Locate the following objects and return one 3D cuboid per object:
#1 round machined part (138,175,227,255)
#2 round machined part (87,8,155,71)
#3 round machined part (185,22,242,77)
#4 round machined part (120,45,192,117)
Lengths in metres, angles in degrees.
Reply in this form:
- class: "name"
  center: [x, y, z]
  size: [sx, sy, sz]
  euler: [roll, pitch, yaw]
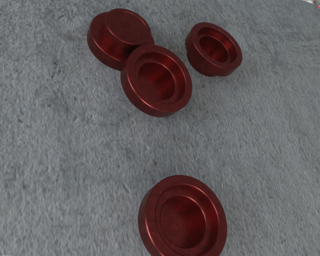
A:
- class: "round machined part"
  center: [0.021, 0.105, 0.342]
  size: [0.099, 0.042, 0.098]
  euler: [14, 56, -21]
- class: "round machined part"
  center: [-0.052, -0.133, 0.448]
  size: [0.099, 0.042, 0.098]
  euler: [14, 56, -21]
- class: "round machined part"
  center: [0.084, -0.125, 0.517]
  size: [0.099, 0.042, 0.098]
  euler: [14, 56, -21]
- class: "round machined part"
  center: [-0.008, -0.060, 0.420]
  size: [0.099, 0.042, 0.098]
  euler: [12, 65, -27]
